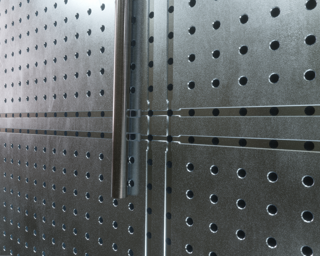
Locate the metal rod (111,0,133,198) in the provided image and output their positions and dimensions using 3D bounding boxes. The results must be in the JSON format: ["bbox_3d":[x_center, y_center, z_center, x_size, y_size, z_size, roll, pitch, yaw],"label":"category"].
[{"bbox_3d":[-0.056,-0.048,0.457,0.025,0.025,0.298,2,92,40],"label":"metal rod"}]
